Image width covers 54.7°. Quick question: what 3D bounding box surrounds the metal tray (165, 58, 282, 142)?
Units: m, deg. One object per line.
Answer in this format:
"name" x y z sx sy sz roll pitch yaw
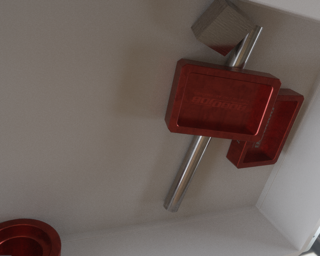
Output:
"metal tray" 0.079 -0.033 0.402 0.131 0.030 0.089 7 113 -12

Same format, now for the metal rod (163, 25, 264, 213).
"metal rod" 0.069 -0.002 0.446 0.025 0.025 0.298 8 114 -32

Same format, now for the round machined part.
"round machined part" -0.170 0.158 0.367 0.099 0.098 0.042 -3 120 -27

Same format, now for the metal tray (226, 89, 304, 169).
"metal tray" 0.168 0.001 0.500 0.091 0.030 0.129 -2 120 -28

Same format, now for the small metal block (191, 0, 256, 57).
"small metal block" 0.074 -0.120 0.366 0.050 0.025 0.050 18 131 -36
